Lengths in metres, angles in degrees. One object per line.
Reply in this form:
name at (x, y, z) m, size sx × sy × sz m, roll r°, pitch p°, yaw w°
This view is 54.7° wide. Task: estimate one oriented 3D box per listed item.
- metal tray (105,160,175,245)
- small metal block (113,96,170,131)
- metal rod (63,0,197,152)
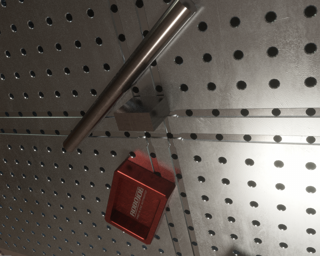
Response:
metal tray at (-0.036, 0.123, 0.501) m, size 0.090 × 0.030 × 0.129 m, roll 25°, pitch 127°, yaw 12°
small metal block at (-0.022, -0.019, 0.393) m, size 0.050 × 0.050 × 0.025 m, roll 1°, pitch 119°, yaw 27°
metal rod at (-0.059, -0.050, 0.409) m, size 0.025 × 0.025 × 0.299 m, roll 45°, pitch 129°, yaw -4°
